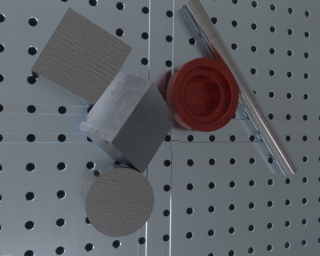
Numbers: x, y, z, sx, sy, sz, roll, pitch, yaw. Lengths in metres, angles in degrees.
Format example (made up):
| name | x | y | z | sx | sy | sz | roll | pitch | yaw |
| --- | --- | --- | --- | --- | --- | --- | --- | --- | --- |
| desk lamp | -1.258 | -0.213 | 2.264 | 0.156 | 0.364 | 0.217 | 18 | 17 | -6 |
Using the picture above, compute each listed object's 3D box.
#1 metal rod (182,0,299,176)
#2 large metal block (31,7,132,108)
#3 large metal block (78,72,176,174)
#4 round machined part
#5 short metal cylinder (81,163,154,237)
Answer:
| name | x | y | z | sx | sy | sz | roll | pitch | yaw |
| --- | --- | --- | --- | --- | --- | --- | --- | --- | --- |
| metal rod | 0.124 | -0.053 | 0.458 | 0.025 | 0.025 | 0.299 | -38 | 102 | -16 |
| large metal block | -0.092 | -0.078 | 0.365 | 0.080 | 0.050 | 0.080 | 30 | 80 | -18 |
| large metal block | -0.034 | -0.005 | 0.362 | 0.080 | 0.050 | 0.080 | -58 | 146 | -17 |
| round machined part | 0.054 | -0.044 | 0.424 | 0.099 | 0.042 | 0.097 | 0 | 90 | -20 |
| short metal cylinder | -0.053 | 0.085 | 0.380 | 0.081 | 0.050 | 0.079 | 0 | 90 | -20 |
